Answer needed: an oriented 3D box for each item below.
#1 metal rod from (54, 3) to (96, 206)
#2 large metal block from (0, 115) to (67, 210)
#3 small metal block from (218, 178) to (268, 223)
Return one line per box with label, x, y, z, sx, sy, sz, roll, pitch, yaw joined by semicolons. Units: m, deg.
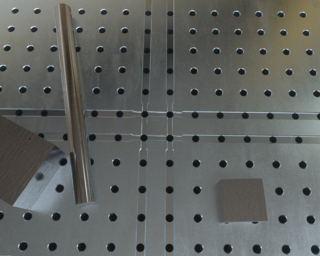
metal rod;-0.120;-0.045;0.427;0.025;0.025;0.299;-11;70;-4
large metal block;-0.178;0.043;0.381;0.080;0.050;0.080;27;72;9
small metal block;0.100;0.089;0.380;0.050;0.025;0.050;-1;70;-1
